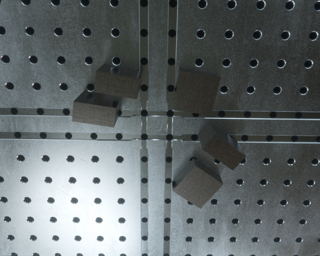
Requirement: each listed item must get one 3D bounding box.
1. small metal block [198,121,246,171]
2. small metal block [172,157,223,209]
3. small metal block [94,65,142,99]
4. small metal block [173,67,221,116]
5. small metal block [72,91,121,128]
[{"bbox_3d":[0.080,0.022,0.409,0.050,0.050,0.025,35,107,-12],"label":"small metal block"},{"bbox_3d":[0.053,0.079,0.443,0.050,0.025,0.050,35,106,-12],"label":"small metal block"},{"bbox_3d":[-0.049,-0.058,0.378,0.050,0.050,0.025,9,110,-4],"label":"small metal block"},{"bbox_3d":[0.045,-0.047,0.396,0.050,0.025,0.050,9,110,-4],"label":"small metal block"},{"bbox_3d":[-0.078,-0.024,0.390,0.050,0.050,0.025,9,110,-3],"label":"small metal block"}]
